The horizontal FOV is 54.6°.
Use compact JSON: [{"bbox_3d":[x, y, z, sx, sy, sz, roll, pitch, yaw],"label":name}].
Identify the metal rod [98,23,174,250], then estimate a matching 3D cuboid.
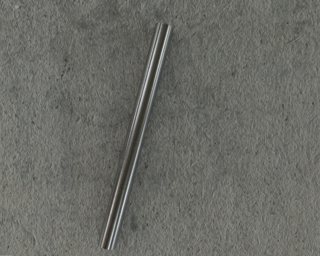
[{"bbox_3d":[-0.032,0.011,0.409,0.025,0.025,0.299,15,90,0],"label":"metal rod"}]
